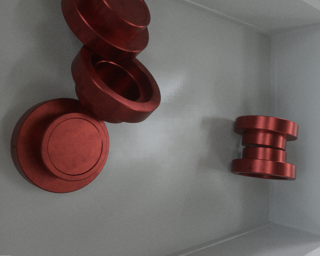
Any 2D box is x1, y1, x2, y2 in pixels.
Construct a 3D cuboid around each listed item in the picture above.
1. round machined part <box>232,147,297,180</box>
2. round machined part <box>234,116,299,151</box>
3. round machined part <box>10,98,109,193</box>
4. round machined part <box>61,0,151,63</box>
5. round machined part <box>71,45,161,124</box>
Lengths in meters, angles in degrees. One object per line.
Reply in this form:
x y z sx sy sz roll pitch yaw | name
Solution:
0.167 0.057 0.499 0.099 0.098 0.042 17 75 -39 | round machined part
0.169 0.012 0.501 0.099 0.098 0.042 17 79 -39 | round machined part
-0.094 0.018 0.316 0.099 0.042 0.097 0 90 -40 | round machined part
-0.049 -0.122 0.328 0.098 0.042 0.098 27 46 -32 | round machined part
-0.050 -0.044 0.333 0.098 0.042 0.098 30 35 -24 | round machined part
